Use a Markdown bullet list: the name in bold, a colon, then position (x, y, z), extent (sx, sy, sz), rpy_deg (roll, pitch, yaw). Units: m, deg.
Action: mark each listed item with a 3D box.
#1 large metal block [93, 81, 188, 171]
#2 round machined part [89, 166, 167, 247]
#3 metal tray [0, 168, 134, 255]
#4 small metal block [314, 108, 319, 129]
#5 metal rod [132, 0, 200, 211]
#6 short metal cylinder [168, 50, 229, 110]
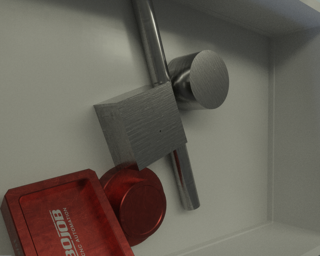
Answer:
- **large metal block**: position (-0.021, -0.004, 0.374), extent (0.081, 0.050, 0.080), rpy_deg (-27, 108, -37)
- **round machined part**: position (-0.031, 0.094, 0.372), extent (0.099, 0.042, 0.097), rpy_deg (0, 90, -40)
- **metal tray**: position (-0.081, 0.109, 0.289), extent (0.091, 0.030, 0.130), rpy_deg (-11, 62, -41)
- **small metal block**: position (0.397, -0.022, 0.747), extent (0.050, 0.025, 0.050), rpy_deg (0, 90, -40)
- **metal rod**: position (0.010, -0.029, 0.417), extent (0.025, 0.025, 0.298), rpy_deg (-24, 105, -38)
- **short metal cylinder**: position (0.052, -0.065, 0.436), extent (0.081, 0.050, 0.079), rpy_deg (0, 90, -40)
